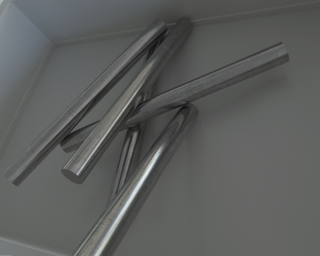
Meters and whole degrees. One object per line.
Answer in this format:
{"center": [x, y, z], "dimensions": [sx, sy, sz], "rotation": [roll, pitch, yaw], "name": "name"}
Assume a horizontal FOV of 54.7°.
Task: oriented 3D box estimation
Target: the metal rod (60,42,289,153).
{"center": [0.008, -0.033, 0.390], "dimensions": [0.301, 0.025, 0.025], "rotation": [-22, 54, 11], "name": "metal rod"}

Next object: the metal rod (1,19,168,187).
{"center": [-0.090, -0.046, 0.422], "dimensions": [0.025, 0.025, 0.301], "rotation": [25, 66, 36], "name": "metal rod"}

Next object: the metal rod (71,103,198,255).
{"center": [-0.019, 0.053, 0.284], "dimensions": [0.025, 0.025, 0.301], "rotation": [-2, 29, 27], "name": "metal rod"}

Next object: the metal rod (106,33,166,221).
{"center": [-0.029, -0.023, 0.433], "dimensions": [0.025, 0.025, 0.299], "rotation": [-3, 60, 26], "name": "metal rod"}

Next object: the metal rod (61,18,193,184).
{"center": [-0.024, -0.056, 0.397], "dimensions": [0.025, 0.025, 0.301], "rotation": [6, 48, 31], "name": "metal rod"}
